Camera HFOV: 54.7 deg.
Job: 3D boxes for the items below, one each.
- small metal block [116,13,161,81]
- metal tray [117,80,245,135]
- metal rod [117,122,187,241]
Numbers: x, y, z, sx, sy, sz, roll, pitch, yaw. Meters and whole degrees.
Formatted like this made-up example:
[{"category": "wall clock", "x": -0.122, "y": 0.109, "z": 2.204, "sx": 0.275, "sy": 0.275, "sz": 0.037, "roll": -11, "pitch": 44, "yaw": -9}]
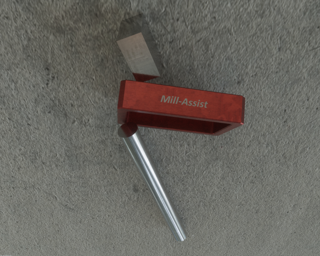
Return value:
[{"category": "small metal block", "x": -0.020, "y": -0.083, "z": 0.320, "sx": 0.025, "sy": 0.050, "sz": 0.050, "roll": -16, "pitch": 128, "yaw": 13}, {"category": "metal tray", "x": 0.019, "y": -0.019, "z": 0.354, "sx": 0.131, "sy": 0.030, "sz": 0.090, "roll": 7, "pitch": 169, "yaw": -7}, {"category": "metal rod", "x": 0.000, "y": 0.101, "z": 0.473, "sx": 0.025, "sy": 0.025, "sz": 0.299, "roll": -12, "pitch": 136, "yaw": 9}]
